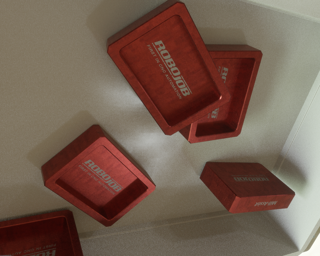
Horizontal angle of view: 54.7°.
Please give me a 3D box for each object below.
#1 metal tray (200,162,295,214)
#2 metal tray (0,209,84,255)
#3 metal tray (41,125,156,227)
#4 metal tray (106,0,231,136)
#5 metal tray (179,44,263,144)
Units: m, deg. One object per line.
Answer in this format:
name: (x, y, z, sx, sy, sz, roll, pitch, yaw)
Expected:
metal tray: (0.142, 0.093, 0.504, 0.131, 0.090, 0.030, 5, 116, -31)
metal tray: (-0.164, 0.153, 0.369, 0.131, 0.090, 0.030, -4, 129, -27)
metal tray: (-0.075, 0.067, 0.406, 0.090, 0.030, 0.130, -40, 130, -2)
metal tray: (0.013, -0.064, 0.349, 0.090, 0.030, 0.130, -31, 121, 7)
metal tray: (0.080, -0.046, 0.422, 0.091, 0.030, 0.129, -7, 122, -25)
